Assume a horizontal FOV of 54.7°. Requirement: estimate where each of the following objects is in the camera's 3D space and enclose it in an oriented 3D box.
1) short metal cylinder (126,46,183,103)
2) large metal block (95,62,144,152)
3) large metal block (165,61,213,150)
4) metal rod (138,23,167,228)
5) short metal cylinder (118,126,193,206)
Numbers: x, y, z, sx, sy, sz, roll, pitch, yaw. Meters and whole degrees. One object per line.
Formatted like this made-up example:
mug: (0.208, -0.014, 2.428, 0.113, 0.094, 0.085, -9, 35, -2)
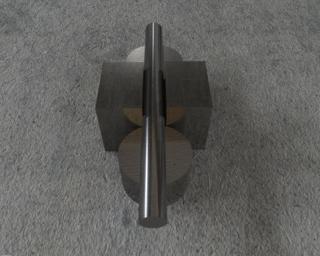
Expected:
short metal cylinder: (-0.008, -0.077, 0.453, 0.081, 0.050, 0.080, 0, 49, 0)
large metal block: (-0.045, -0.026, 0.390, 0.050, 0.080, 0.080, -1, 50, -1)
large metal block: (0.032, -0.028, 0.392, 0.050, 0.080, 0.080, -1, 50, -1)
metal rod: (-0.008, -0.032, 0.366, 0.025, 0.025, 0.300, 0, 50, 0)
short metal cylinder: (-0.005, 0.043, 0.353, 0.081, 0.050, 0.080, 0, 49, 0)
